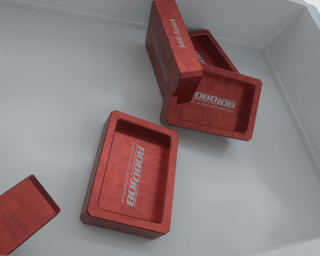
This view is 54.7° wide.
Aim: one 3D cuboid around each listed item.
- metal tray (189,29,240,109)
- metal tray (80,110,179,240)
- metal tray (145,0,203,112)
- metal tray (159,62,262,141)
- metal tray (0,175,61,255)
[{"bbox_3d":[0.076,-0.098,0.504,0.091,0.030,0.130,-22,74,-36],"label":"metal tray"},{"bbox_3d":[-0.030,0.051,0.356,0.091,0.030,0.130,20,54,-17],"label":"metal tray"},{"bbox_3d":[0.015,-0.099,0.429,0.030,0.090,0.130,-10,65,-15],"label":"metal tray"},{"bbox_3d":[0.072,-0.037,0.433,0.131,0.030,0.089,12,88,-17],"label":"metal tray"},{"bbox_3d":[-0.132,0.082,0.215,0.091,0.130,0.030,-39,96,-39],"label":"metal tray"}]
